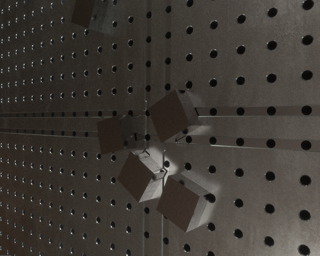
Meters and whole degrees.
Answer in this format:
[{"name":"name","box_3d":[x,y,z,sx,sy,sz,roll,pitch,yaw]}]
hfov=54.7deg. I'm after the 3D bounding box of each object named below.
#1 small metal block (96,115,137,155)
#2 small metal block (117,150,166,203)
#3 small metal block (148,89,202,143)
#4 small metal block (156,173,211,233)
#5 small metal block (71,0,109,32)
[{"name":"small metal block","box_3d":[-0.065,0.010,0.461,0.050,0.025,0.050,-16,80,38]},{"name":"small metal block","box_3d":[-0.026,0.066,0.429,0.050,0.025,0.050,40,114,32]},{"name":"small metal block","box_3d":[0.018,-0.014,0.393,0.050,0.025,0.050,-33,70,34]},{"name":"small metal block","box_3d":[0.028,0.091,0.384,0.050,0.025,0.050,29,108,36]},{"name":"small metal block","box_3d":[-0.114,-0.188,0.501,0.050,0.025,0.050,30,108,35]}]
